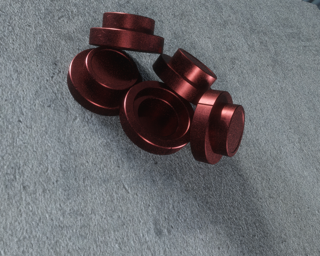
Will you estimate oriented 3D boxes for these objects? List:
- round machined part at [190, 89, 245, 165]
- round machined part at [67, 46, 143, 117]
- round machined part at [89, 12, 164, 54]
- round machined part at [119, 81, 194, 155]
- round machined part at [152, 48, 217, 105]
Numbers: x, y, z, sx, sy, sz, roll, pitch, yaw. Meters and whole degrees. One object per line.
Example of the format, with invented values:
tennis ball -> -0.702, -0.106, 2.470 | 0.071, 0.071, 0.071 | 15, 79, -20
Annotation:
round machined part -> 0.080, 0.000, 0.404 | 0.042, 0.097, 0.098 | 12, 44, 29
round machined part -> -0.067, -0.067, 0.402 | 0.099, 0.042, 0.098 | 14, 56, -21
round machined part -> -0.043, -0.126, 0.412 | 0.099, 0.098, 0.042 | 1, 103, -28
round machined part -> -0.006, -0.009, 0.398 | 0.099, 0.042, 0.098 | 14, 56, -21
round machined part -> 0.041, -0.075, 0.436 | 0.098, 0.042, 0.098 | 33, 21, -14
